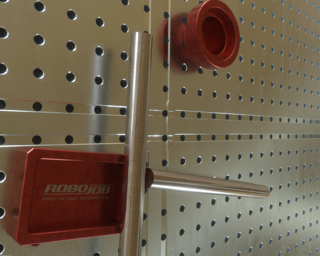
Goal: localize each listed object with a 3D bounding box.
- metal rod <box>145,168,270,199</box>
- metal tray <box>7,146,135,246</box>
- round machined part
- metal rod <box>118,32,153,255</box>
[{"bbox_3d":[0.088,0.089,0.469,0.302,0.025,0.025,16,80,-44],"label":"metal rod"},{"bbox_3d":[-0.086,0.070,0.335,0.131,0.030,0.089,9,84,-40],"label":"metal tray"},{"bbox_3d":[0.072,-0.135,0.461,0.099,0.042,0.097,0,90,-40],"label":"round machined part"},{"bbox_3d":[-0.028,0.044,0.347,0.025,0.025,0.298,5,87,-40],"label":"metal rod"}]
